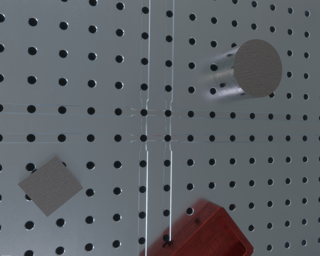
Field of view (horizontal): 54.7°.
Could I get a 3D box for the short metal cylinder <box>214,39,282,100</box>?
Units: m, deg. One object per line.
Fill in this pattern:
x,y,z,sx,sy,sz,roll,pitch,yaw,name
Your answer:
0.126,-0.082,0.446,0.081,0.050,0.079,0,90,-20,short metal cylinder

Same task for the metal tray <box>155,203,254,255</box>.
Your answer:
0.058,0.181,0.432,0.130,0.030,0.090,-40,103,-16,metal tray

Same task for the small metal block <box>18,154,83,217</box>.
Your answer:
-0.128,0.067,0.366,0.050,0.025,0.050,-39,103,-16,small metal block
